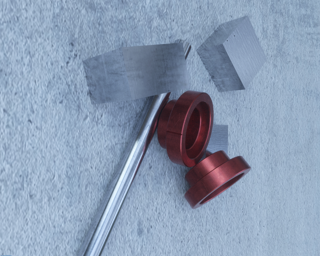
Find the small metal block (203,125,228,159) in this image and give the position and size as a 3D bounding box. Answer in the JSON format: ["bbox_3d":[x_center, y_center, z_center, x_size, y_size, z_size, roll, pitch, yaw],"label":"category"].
[{"bbox_3d":[0.077,0.020,0.469,0.050,0.025,0.050,1,89,-40],"label":"small metal block"}]

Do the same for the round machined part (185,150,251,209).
[{"bbox_3d":[0.074,0.067,0.432,0.099,0.097,0.042,-17,63,-39],"label":"round machined part"}]

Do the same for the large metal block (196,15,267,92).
[{"bbox_3d":[0.114,-0.114,0.484,0.080,0.050,0.080,-50,120,-28],"label":"large metal block"}]

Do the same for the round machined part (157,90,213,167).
[{"bbox_3d":[0.031,-0.001,0.405,0.099,0.042,0.097,-32,129,-52],"label":"round machined part"}]

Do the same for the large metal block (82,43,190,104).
[{"bbox_3d":[-0.027,-0.060,0.346,0.081,0.080,0.050,-17,101,-39],"label":"large metal block"}]

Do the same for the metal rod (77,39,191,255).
[{"bbox_3d":[-0.024,0.016,0.384,0.025,0.025,0.300,36,68,-34],"label":"metal rod"}]
